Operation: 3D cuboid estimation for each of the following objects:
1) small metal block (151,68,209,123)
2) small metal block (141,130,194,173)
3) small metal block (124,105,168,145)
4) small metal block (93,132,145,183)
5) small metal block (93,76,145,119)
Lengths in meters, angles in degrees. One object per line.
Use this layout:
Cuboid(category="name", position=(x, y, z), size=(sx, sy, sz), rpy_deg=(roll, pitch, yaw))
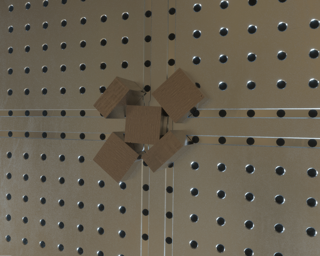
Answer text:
Cuboid(category="small metal block", position=(0.026, -0.041, 0.403), size=(0.050, 0.025, 0.050), rpy_deg=(-42, 77, 15))
Cuboid(category="small metal block", position=(0.011, 0.028, 0.396), size=(0.050, 0.050, 0.025), rpy_deg=(-44, 76, 15))
Cuboid(category="small metal block", position=(-0.018, -0.004, 0.419), size=(0.050, 0.025, 0.050), rpy_deg=(4, 90, 21))
Cuboid(category="small metal block", position=(-0.056, 0.040, 0.433), size=(0.050, 0.025, 0.050), rpy_deg=(40, 102, 15))
Cuboid(category="small metal block", position=(-0.054, -0.039, 0.418), size=(0.025, 0.050, 0.050), rpy_deg=(45, 105, 14))
